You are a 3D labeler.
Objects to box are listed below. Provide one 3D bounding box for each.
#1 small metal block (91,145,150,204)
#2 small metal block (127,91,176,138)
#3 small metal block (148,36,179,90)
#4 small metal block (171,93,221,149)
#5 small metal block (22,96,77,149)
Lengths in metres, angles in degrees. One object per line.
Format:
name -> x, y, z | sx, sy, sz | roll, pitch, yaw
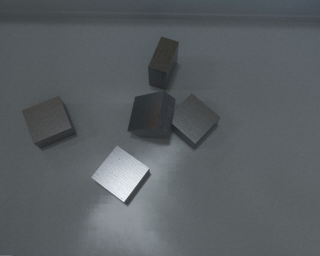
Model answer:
small metal block -> -0.048, 0.059, 0.388 | 0.050, 0.025, 0.050 | 34, 73, 11
small metal block -> -0.011, -0.017, 0.402 | 0.050, 0.025, 0.050 | -6, 64, 39
small metal block -> 0.005, -0.088, 0.429 | 0.025, 0.050, 0.050 | 19, 71, 6
small metal block -> 0.043, -0.009, 0.414 | 0.050, 0.025, 0.050 | 42, 75, 13
small metal block -> -0.146, -0.007, 0.411 | 0.050, 0.025, 0.050 | -24, 72, -9
